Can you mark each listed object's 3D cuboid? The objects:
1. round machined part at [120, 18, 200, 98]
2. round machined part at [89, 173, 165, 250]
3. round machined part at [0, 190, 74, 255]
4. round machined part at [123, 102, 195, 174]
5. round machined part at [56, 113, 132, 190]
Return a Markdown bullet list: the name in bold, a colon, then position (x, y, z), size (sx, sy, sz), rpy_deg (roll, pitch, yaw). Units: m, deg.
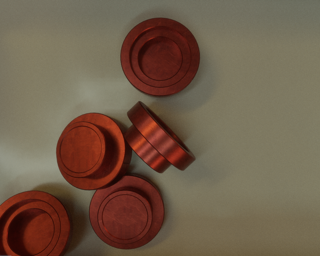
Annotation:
- **round machined part**: position (0.000, -0.088, 0.403), size (0.099, 0.042, 0.097), rpy_deg (0, 90, -1)
- **round machined part**: position (-0.043, 0.110, 0.402), size (0.099, 0.042, 0.097), rpy_deg (0, 90, -1)
- **round machined part**: position (-0.159, 0.131, 0.390), size (0.099, 0.042, 0.098), rpy_deg (1, 67, -3)
- **round machined part**: position (-0.006, 0.017, 0.375), size (0.042, 0.098, 0.098), rpy_deg (-44, 91, 5)
- **round machined part**: position (-0.088, 0.028, 0.386), size (0.098, 0.042, 0.097), rpy_deg (-3, 80, 18)
